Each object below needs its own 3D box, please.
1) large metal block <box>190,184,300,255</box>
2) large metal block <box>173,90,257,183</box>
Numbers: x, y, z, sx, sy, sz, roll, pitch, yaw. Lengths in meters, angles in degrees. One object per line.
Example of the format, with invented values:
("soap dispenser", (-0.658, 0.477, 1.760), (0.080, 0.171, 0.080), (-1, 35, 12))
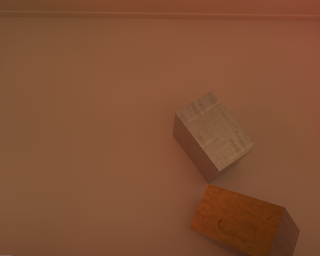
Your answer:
("large metal block", (0.091, 0.107, 0.326), (0.080, 0.080, 0.050), (11, 67, 39))
("large metal block", (0.060, 0.014, 0.375), (0.050, 0.080, 0.080), (-33, 73, -11))
